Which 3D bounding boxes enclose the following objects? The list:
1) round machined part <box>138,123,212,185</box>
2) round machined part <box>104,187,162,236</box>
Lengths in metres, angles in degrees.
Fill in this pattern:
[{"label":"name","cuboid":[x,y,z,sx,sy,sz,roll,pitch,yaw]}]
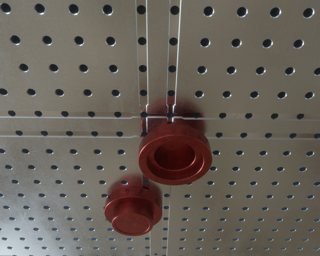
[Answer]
[{"label":"round machined part","cuboid":[0.020,0.032,0.428,0.099,0.042,0.097,0,130,0]},{"label":"round machined part","cuboid":[-0.045,0.147,0.525,0.099,0.042,0.097,0,130,0]}]
